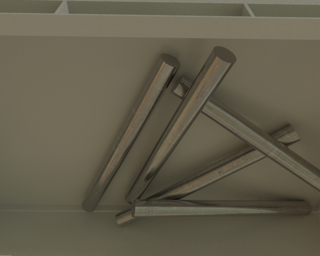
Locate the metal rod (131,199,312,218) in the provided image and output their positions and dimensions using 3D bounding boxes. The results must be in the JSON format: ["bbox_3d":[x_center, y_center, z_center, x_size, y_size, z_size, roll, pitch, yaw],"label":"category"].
[{"bbox_3d":[0.106,0.125,0.483,0.302,0.025,0.025,5,131,-18],"label":"metal rod"}]

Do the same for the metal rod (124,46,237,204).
[{"bbox_3d":[0.008,0.021,0.401,0.025,0.025,0.298,17,136,-14],"label":"metal rod"}]

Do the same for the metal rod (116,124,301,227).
[{"bbox_3d":[0.059,0.078,0.461,0.300,0.025,0.025,-30,124,18],"label":"metal rod"}]

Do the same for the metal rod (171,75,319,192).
[{"bbox_3d":[0.144,0.026,0.399,0.301,0.025,0.025,32,124,-13],"label":"metal rod"}]

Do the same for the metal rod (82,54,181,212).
[{"bbox_3d":[-0.054,0.027,0.431,0.025,0.025,0.298,20,127,-17],"label":"metal rod"}]
